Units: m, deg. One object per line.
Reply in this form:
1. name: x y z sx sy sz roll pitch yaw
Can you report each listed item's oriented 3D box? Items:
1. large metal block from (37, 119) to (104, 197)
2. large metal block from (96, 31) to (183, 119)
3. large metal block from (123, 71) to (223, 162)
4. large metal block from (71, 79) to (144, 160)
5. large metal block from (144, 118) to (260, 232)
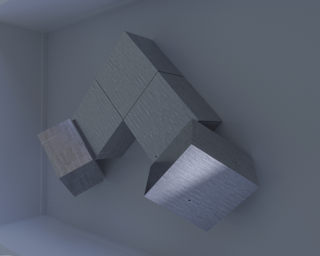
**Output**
1. large metal block: -0.134 0.047 0.471 0.080 0.050 0.080 54 164 26
2. large metal block: -0.030 -0.067 0.413 0.080 0.050 0.080 -51 60 28
3. large metal block: 0.013 -0.009 0.377 0.080 0.050 0.080 -51 60 28
4. large metal block: -0.075 -0.012 0.450 0.080 0.050 0.080 -51 60 28
5. large metal block: 0.042 0.050 0.326 0.080 0.050 0.080 32 118 -12
